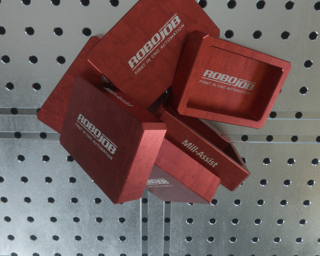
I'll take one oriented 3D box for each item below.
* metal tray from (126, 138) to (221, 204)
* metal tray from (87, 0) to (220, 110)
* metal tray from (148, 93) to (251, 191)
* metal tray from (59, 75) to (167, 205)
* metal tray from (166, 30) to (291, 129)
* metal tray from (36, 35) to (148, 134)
[{"bbox_3d":[0.002,0.055,0.383,0.090,0.130,0.030,37,67,-13],"label":"metal tray"},{"bbox_3d":[-0.007,-0.095,0.356,0.130,0.030,0.090,-46,108,0],"label":"metal tray"},{"bbox_3d":[0.044,0.013,0.383,0.130,0.090,0.030,36,106,-13],"label":"metal tray"},{"bbox_3d":[-0.058,0.007,0.335,0.030,0.130,0.089,0,117,-46],"label":"metal tray"},{"bbox_3d":[0.083,-0.052,0.366,0.131,0.030,0.089,9,112,-27],"label":"metal tray"},{"bbox_3d":[-0.082,-0.040,0.395,0.090,0.030,0.130,37,106,-14],"label":"metal tray"}]
